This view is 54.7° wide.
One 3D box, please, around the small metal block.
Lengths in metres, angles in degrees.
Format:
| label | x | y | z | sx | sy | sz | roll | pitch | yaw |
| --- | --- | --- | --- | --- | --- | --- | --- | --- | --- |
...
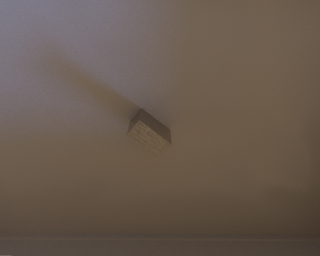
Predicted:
| label | x | y | z | sx | sy | sz | roll | pitch | yaw |
| --- | --- | --- | --- | --- | --- | --- | --- | --- | --- |
| small metal block | -0.013 | 0.006 | 0.400 | 0.050 | 0.050 | 0.025 | 37 | 106 | -13 |
